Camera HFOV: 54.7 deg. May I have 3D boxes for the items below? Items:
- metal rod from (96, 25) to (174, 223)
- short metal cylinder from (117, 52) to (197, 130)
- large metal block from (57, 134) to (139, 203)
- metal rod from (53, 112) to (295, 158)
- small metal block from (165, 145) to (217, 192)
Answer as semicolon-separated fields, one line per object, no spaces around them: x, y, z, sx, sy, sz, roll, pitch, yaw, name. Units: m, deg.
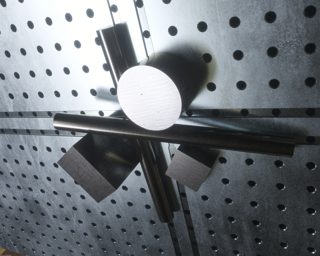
-0.027;0.011;0.431;0.025;0.025;0.298;-2;118;29;metal rod
-0.003;-0.044;0.368;0.080;0.050;0.079;13;124;20;short metal cylinder
-0.082;0.045;0.443;0.080;0.080;0.050;46;129;-5;large metal block
0.005;0.006;0.387;0.301;0.025;0.025;6;121;16;metal rod
0.041;0.052;0.421;0.050;0.025;0.050;29;128;9;small metal block
